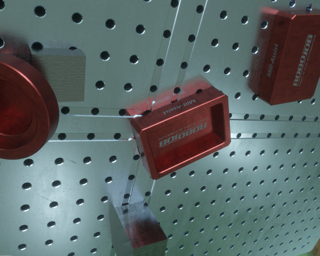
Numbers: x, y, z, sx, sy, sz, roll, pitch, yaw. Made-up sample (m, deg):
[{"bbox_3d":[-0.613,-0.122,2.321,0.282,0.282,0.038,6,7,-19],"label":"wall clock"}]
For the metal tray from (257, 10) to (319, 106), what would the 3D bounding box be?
[{"bbox_3d":[0.199,-0.102,0.453,0.091,0.030,0.129,-10,123,-23],"label":"metal tray"}]

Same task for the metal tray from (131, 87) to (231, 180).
[{"bbox_3d":[0.034,0.007,0.430,0.131,0.030,0.090,-23,127,-14],"label":"metal tray"}]

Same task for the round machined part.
[{"bbox_3d":[-0.141,-0.022,0.290,0.098,0.042,0.097,4,117,7],"label":"round machined part"}]

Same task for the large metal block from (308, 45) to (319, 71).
[{"bbox_3d":[0.295,-0.117,0.483,0.081,0.050,0.079,11,113,-33],"label":"large metal block"}]

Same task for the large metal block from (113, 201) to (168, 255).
[{"bbox_3d":[-0.033,0.170,0.463,0.050,0.080,0.079,-7,122,-25],"label":"large metal block"}]

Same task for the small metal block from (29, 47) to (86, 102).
[{"bbox_3d":[-0.106,-0.054,0.320,0.050,0.025,0.050,-5,121,-26],"label":"small metal block"}]
